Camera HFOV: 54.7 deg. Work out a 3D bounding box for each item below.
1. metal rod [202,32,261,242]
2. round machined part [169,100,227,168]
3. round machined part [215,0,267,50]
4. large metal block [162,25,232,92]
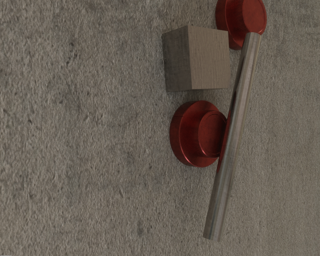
[{"bbox_3d":[0.104,0.004,0.437,0.025,0.025,0.299,23,75,-38],"label":"metal rod"},{"bbox_3d":[0.064,0.008,0.447,0.099,0.042,0.097,0,90,-40],"label":"round machined part"},{"bbox_3d":[0.139,-0.181,0.510,0.099,0.042,0.097,0,90,-40],"label":"round machined part"},{"bbox_3d":[0.052,-0.093,0.432,0.081,0.050,0.079,-8,95,-40],"label":"large metal block"}]
